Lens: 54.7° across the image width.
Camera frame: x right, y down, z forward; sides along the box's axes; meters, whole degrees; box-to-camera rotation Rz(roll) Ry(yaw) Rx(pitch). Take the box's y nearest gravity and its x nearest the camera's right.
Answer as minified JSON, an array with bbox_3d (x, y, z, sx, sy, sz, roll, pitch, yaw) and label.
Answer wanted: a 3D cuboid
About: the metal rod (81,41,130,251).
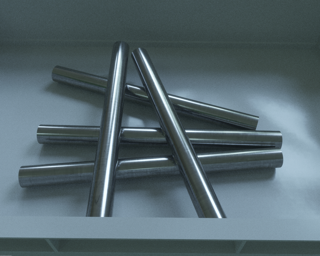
[{"bbox_3d":[-0.059,-0.008,0.376,0.025,0.025,0.300,0,50,0],"label":"metal rod"}]

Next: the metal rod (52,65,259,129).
[{"bbox_3d":[-0.015,-0.043,0.438,0.301,0.025,0.025,16,52,12],"label":"metal rod"}]

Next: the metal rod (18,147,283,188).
[{"bbox_3d":[-0.007,0.046,0.365,0.302,0.025,0.025,-4,50,-4],"label":"metal rod"}]

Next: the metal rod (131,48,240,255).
[{"bbox_3d":[0.015,0.000,0.370,0.025,0.025,0.299,-14,51,-12],"label":"metal rod"}]

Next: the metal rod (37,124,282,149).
[{"bbox_3d":[-0.001,0.012,0.392,0.302,0.025,0.025,2,50,1],"label":"metal rod"}]
